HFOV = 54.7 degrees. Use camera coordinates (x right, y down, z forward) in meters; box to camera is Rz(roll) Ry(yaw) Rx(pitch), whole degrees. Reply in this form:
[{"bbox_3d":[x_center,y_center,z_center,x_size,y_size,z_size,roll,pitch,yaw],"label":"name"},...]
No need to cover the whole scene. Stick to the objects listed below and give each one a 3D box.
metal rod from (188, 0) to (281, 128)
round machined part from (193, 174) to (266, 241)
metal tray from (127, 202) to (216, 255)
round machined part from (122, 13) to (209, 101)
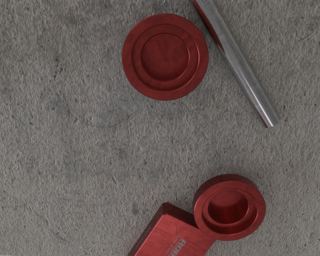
[{"bbox_3d":[0.064,-0.124,0.364,0.025,0.025,0.299,-32,107,11],"label":"metal rod"},{"bbox_3d":[0.095,0.108,0.441,0.099,0.042,0.097,0,110,0],"label":"round machined part"},{"bbox_3d":[0.014,0.187,0.476,0.090,0.030,0.129,28,108,-10],"label":"metal tray"},{"bbox_3d":[0.006,-0.085,0.369,0.099,0.042,0.097,0,110,0],"label":"round machined part"}]
